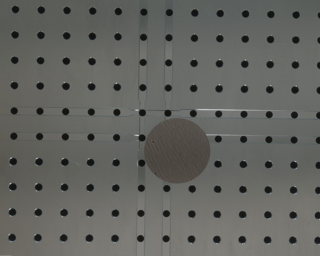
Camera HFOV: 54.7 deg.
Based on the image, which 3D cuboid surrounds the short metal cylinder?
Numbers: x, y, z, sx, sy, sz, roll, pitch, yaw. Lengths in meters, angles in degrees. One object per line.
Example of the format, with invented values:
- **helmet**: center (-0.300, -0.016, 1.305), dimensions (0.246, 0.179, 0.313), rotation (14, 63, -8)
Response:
- **short metal cylinder**: center (0.021, 0.028, 0.401), dimensions (0.081, 0.050, 0.079), rotation (0, 90, -1)
